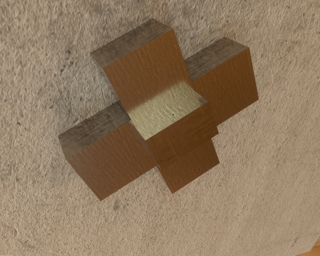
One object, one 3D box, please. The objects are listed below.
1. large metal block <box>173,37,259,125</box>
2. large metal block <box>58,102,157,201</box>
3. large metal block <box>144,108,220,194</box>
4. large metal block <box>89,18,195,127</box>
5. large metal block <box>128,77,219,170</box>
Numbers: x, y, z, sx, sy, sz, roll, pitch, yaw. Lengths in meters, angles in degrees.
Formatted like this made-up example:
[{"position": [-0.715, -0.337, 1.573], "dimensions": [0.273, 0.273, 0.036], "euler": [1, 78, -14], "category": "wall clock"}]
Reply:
[{"position": [0.073, -0.057, 0.398], "dimensions": [0.080, 0.050, 0.080], "euler": [-32, 129, -8], "category": "large metal block"}, {"position": [-0.062, 0.028, 0.376], "dimensions": [0.080, 0.050, 0.080], "euler": [-32, 129, -8], "category": "large metal block"}, {"position": [0.027, 0.030, 0.426], "dimensions": [0.080, 0.050, 0.080], "euler": [-32, 129, -8], "category": "large metal block"}, {"position": [-0.018, -0.061, 0.345], "dimensions": [0.080, 0.050, 0.080], "euler": [-32, 129, -8], "category": "large metal block"}, {"position": [0.010, -0.009, 0.374], "dimensions": [0.080, 0.080, 0.050], "euler": [-32, 129, -8], "category": "large metal block"}]
